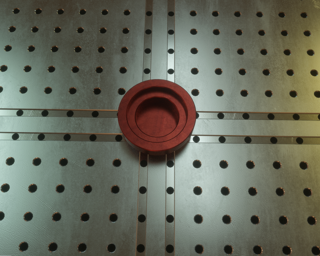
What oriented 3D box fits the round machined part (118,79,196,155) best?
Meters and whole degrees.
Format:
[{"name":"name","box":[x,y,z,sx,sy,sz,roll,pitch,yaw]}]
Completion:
[{"name":"round machined part","box":[-0.004,-0.011,0.406,0.099,0.042,0.098,0,70,0]}]
